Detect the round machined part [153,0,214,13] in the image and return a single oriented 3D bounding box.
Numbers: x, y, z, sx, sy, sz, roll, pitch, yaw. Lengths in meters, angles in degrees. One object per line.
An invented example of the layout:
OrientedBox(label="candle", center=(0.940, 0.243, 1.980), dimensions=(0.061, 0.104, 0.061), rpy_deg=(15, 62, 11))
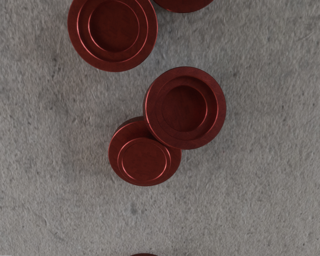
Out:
OrientedBox(label="round machined part", center=(0.026, -0.177, 0.336), dimensions=(0.099, 0.042, 0.097), rpy_deg=(0, 110, -1))

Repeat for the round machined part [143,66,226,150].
OrientedBox(label="round machined part", center=(0.027, -0.023, 0.380), dimensions=(0.099, 0.042, 0.097), rpy_deg=(0, 90, -13))

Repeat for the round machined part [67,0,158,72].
OrientedBox(label="round machined part", center=(-0.052, -0.117, 0.357), dimensions=(0.099, 0.042, 0.097), rpy_deg=(0, 110, -1))

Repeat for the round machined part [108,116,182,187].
OrientedBox(label="round machined part", center=(-0.020, 0.037, 0.414), dimensions=(0.099, 0.042, 0.097), rpy_deg=(0, 110, -1))

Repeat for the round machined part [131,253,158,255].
OrientedBox(label="round machined part", center=(-0.026, 0.253, 0.494), dimensions=(0.099, 0.042, 0.097), rpy_deg=(0, 110, -1))
